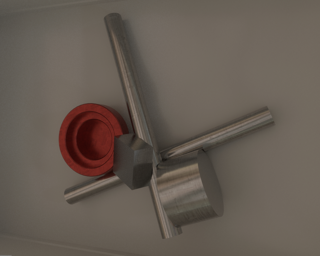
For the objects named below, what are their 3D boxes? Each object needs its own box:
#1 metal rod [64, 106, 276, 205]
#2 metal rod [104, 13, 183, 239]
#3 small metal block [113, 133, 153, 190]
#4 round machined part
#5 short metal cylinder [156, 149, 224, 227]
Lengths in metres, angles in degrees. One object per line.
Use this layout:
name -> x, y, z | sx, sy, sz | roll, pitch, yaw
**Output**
metal rod -> -0.001, 0.043, 0.408 | 0.300, 0.025, 0.025 | -24, 82, 18
metal rod -> -0.026, -0.013, 0.398 | 0.025, 0.025, 0.299 | -20, 76, 18
small metal block -> -0.034, 0.039, 0.376 | 0.050, 0.025, 0.050 | 29, 120, 50
round machined part -> -0.086, 0.016, 0.430 | 0.098, 0.042, 0.097 | 0, 90, 19
short metal cylinder -> 0.037, 0.071, 0.366 | 0.050, 0.080, 0.080 | -21, 83, 18
